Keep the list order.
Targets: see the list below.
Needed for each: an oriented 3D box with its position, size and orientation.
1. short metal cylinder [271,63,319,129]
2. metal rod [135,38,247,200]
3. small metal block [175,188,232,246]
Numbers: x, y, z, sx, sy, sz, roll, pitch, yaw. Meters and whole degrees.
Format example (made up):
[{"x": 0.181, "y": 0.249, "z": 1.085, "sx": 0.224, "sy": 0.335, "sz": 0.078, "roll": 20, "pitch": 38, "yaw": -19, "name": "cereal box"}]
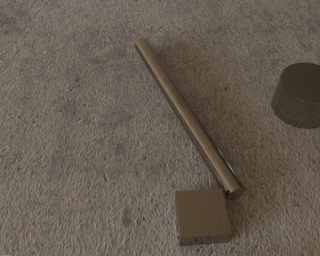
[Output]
[{"x": 0.201, "y": -0.045, "z": 0.426, "sx": 0.081, "sy": 0.050, "sz": 0.080, "roll": 0, "pitch": 50, "yaw": 0, "name": "short metal cylinder"}, {"x": 0.027, "y": -0.033, "z": 0.431, "sx": 0.025, "sy": 0.025, "sz": 0.300, "roll": -18, "pitch": 52, "yaw": -14, "name": "metal rod"}, {"x": 0.043, "y": 0.093, "z": 0.325, "sx": 0.050, "sy": 0.025, "sz": 0.050, "roll": -3, "pitch": 50, "yaw": -3, "name": "small metal block"}]
